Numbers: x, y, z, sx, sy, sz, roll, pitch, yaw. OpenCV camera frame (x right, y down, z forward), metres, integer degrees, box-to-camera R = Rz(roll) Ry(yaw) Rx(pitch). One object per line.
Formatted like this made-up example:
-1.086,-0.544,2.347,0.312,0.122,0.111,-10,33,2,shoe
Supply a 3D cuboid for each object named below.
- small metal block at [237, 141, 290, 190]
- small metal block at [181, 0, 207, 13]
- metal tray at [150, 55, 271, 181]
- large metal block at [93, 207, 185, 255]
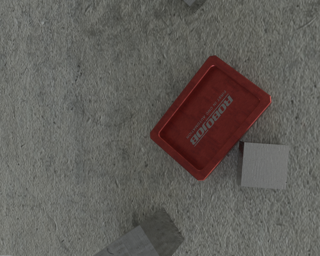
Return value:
0.118,0.042,0.360,0.050,0.025,0.050,4,92,2,small metal block
0.042,-0.186,0.394,0.050,0.025,0.050,-45,76,14,small metal block
0.061,-0.011,0.384,0.090,0.030,0.130,41,103,15,metal tray
-0.025,0.151,0.389,0.080,0.080,0.050,-38,78,16,large metal block
